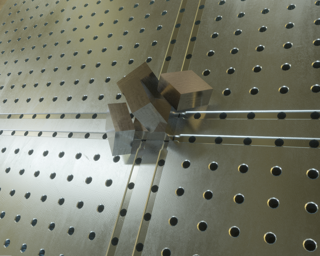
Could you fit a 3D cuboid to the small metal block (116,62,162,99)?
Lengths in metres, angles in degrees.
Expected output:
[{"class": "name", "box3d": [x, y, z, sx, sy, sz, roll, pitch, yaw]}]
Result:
[{"class": "small metal block", "box3d": [-0.025, -0.057, 0.442, 0.050, 0.050, 0.025, -35, 51, 5]}]

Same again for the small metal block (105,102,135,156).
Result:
[{"class": "small metal block", "box3d": [-0.055, 0.002, 0.417, 0.025, 0.050, 0.050, -6, 50, -20]}]

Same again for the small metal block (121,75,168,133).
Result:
[{"class": "small metal block", "box3d": [-0.020, -0.029, 0.389, 0.025, 0.050, 0.050, -31, 52, 8]}]

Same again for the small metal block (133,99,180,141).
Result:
[{"class": "small metal block", "box3d": [-0.005, -0.012, 0.419, 0.050, 0.025, 0.050, 1, 62, 27]}]

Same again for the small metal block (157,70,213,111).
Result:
[{"class": "small metal block", "box3d": [0.032, -0.051, 0.406, 0.050, 0.025, 0.050, -13, 44, -29]}]
